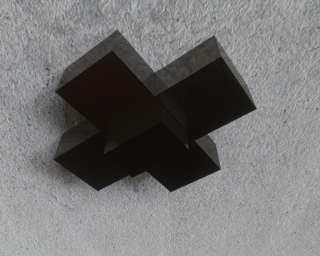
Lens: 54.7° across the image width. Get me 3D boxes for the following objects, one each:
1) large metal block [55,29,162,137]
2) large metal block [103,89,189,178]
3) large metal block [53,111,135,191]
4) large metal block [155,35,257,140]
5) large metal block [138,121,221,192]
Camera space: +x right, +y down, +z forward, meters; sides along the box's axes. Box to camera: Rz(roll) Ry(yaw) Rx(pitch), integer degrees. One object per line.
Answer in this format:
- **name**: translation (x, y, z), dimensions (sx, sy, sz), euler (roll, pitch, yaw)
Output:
- **large metal block**: translation (-0.054, -0.048, 0.350), dimensions (0.080, 0.050, 0.080), euler (-29, 125, 22)
- **large metal block**: translation (-0.016, 0.001, 0.373), dimensions (0.080, 0.080, 0.050), euler (-29, 125, 22)
- **large metal block**: translation (-0.078, 0.030, 0.416), dimensions (0.080, 0.050, 0.080), euler (-29, 125, 22)
- **large metal block**: translation (0.051, -0.043, 0.355), dimensions (0.080, 0.050, 0.080), euler (-29, 125, 22)
- **large metal block**: translation (0.024, 0.032, 0.419), dimensions (0.080, 0.050, 0.080), euler (-29, 125, 22)
